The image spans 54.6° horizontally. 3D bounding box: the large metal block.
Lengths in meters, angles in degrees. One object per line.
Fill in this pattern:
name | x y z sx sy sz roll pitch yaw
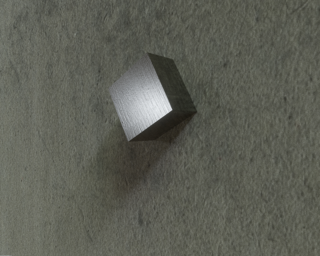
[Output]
large metal block | -0.012 -0.037 0.399 0.080 0.050 0.080 -35 69 34
